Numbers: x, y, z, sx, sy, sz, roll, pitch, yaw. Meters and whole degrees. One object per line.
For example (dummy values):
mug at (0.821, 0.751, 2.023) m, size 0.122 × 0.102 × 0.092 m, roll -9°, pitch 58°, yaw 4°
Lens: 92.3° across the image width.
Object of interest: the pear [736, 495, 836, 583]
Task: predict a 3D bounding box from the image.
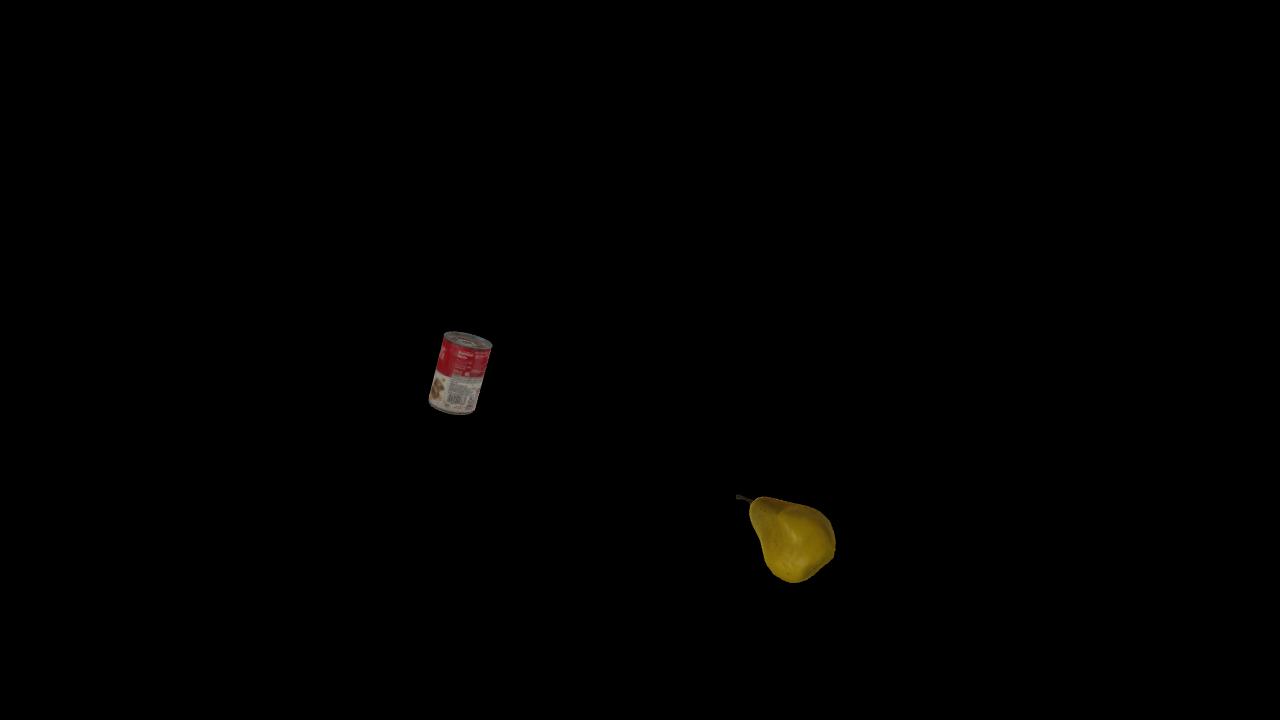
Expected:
pear at (0.151, 0.175, 0.650) m, size 0.080 × 0.080 × 0.111 m, roll 0°, pitch 43°, yaw -46°

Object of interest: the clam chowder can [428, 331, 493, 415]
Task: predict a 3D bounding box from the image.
clam chowder can at (-0.253, 0.018, 0.866) m, size 0.068 × 0.102 × 0.068 m, roll 17°, pitch 12°, yaw -4°
